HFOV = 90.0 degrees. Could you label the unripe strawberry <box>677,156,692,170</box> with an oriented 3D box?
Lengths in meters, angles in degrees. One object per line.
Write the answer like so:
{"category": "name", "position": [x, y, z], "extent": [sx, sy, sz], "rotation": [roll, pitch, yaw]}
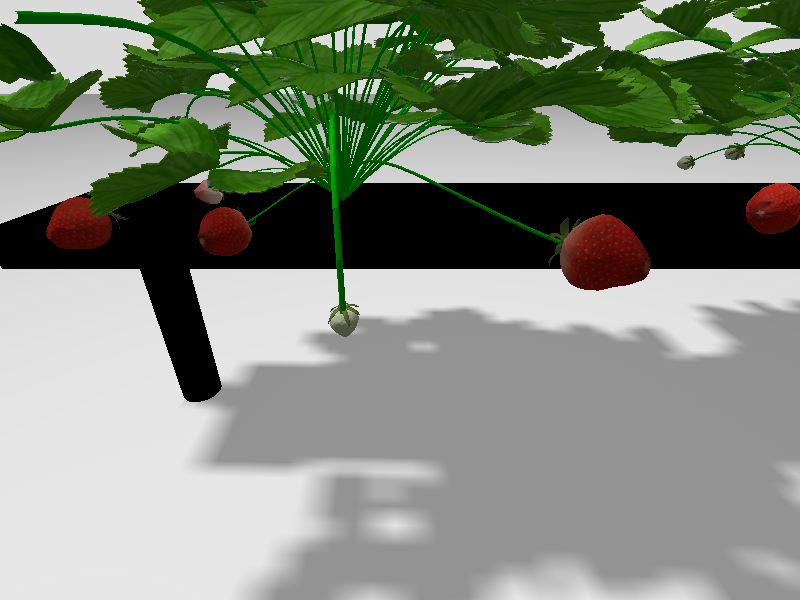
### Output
{"category": "unripe strawberry", "position": [0.333, -0.161, 0.469], "extent": [0.015, 0.015, 0.016], "rotation": [-13, 13, -22]}

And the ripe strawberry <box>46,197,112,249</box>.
{"category": "ripe strawberry", "position": [-0.195, -0.045, 0.243], "extent": [0.034, 0.029, 0.034], "rotation": [-41, 44, -18]}

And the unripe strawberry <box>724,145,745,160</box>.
{"category": "unripe strawberry", "position": [0.433, -0.191, 0.519], "extent": [0.021, 0.018, 0.021], "rotation": [5, -3, 8]}

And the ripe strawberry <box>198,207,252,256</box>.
{"category": "ripe strawberry", "position": [-0.104, -0.039, 0.235], "extent": [0.028, 0.029, 0.030], "rotation": [12, 32, 21]}

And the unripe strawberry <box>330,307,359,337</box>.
{"category": "unripe strawberry", "position": [-0.021, 0.008, 0.148], "extent": [0.011, 0.011, 0.011], "rotation": [-4, 29, -6]}

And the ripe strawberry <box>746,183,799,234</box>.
{"category": "ripe strawberry", "position": [0.248, -0.060, 0.267], "extent": [0.032, 0.033, 0.029], "rotation": [-16, 33, -25]}

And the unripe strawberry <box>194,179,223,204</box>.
{"category": "unripe strawberry", "position": [-0.161, -0.090, 0.337], "extent": [0.021, 0.021, 0.020], "rotation": [-9, 29, -2]}

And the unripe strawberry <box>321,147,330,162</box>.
{"category": "unripe strawberry", "position": [-0.092, -0.184, 0.510], "extent": [0.018, 0.019, 0.019], "rotation": [-6, 29, -11]}

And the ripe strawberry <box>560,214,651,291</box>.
{"category": "ripe strawberry", "position": [0.100, -0.021, 0.195], "extent": [0.036, 0.038, 0.039], "rotation": [-23, 37, -36]}
